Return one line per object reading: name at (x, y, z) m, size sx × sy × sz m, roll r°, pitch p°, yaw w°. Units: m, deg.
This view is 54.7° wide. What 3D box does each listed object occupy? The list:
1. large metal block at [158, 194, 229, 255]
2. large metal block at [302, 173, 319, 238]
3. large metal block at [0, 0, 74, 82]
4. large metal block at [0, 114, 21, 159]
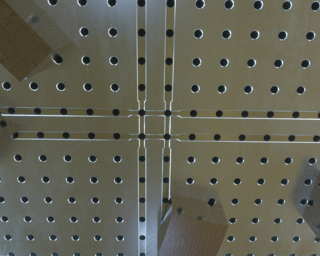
large metal block at (0.045, 0.152, 0.457) m, size 0.081 × 0.050 × 0.079 m, roll 14°, pitch 109°, yaw -6°
large metal block at (0.268, 0.116, 0.447) m, size 0.081 × 0.050 × 0.079 m, roll 9°, pitch 110°, yaw -4°
large metal block at (-0.153, -0.105, 0.343) m, size 0.050 × 0.080 × 0.080 m, roll -39°, pitch 106°, yaw 13°
large metal block at (-0.247, 0.015, 0.402) m, size 0.080 × 0.050 × 0.080 m, roll 35°, pitch 106°, yaw -13°
